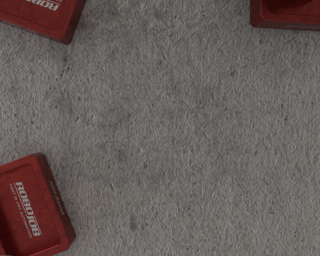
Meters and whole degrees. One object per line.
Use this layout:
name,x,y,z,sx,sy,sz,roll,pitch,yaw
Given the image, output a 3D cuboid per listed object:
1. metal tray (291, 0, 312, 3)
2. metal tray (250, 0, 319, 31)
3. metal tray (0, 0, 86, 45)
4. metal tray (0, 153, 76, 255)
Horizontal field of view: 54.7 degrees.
metal tray,0.128,-0.192,0.367,0.131,0.090,0.030,13,90,9
metal tray,0.183,-0.175,0.397,0.131,0.030,0.089,0,90,-10
metal tray,-0.169,-0.174,0.405,0.131,0.030,0.090,19,90,0
metal tray,-0.177,0.108,0.405,0.090,0.030,0.129,-21,90,0
